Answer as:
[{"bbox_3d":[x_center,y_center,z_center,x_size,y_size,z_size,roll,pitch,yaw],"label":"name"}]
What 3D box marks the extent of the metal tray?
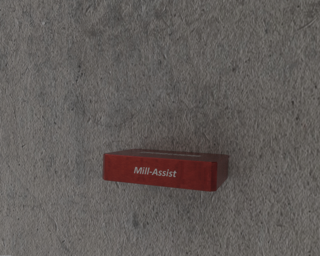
[{"bbox_3d":[0.010,0.046,0.371,0.130,0.090,0.030,2,91,20],"label":"metal tray"}]
